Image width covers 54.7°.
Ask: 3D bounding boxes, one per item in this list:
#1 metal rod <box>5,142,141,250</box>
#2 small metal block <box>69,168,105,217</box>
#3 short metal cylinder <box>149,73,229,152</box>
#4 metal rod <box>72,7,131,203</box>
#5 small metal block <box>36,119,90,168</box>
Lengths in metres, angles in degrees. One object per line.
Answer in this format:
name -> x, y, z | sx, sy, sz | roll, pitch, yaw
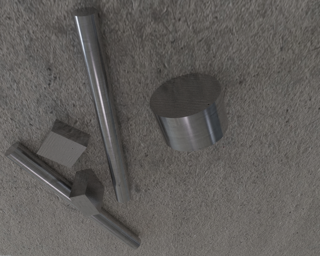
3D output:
metal rod -> -0.126, 0.126, 0.512 | 0.025, 0.025, 0.300 | -26, 126, 20
small metal block -> -0.110, 0.099, 0.474 | 0.025, 0.050, 0.050 | -14, 129, 12
short metal cylinder -> 0.034, -0.019, 0.355 | 0.080, 0.080, 0.050 | -13, 129, 10
metal rod -> -0.067, -0.002, 0.404 | 0.025, 0.025, 0.298 | -3, 130, 2
small metal block -> -0.132, 0.022, 0.425 | 0.050, 0.025, 0.050 | 28, 125, -22
